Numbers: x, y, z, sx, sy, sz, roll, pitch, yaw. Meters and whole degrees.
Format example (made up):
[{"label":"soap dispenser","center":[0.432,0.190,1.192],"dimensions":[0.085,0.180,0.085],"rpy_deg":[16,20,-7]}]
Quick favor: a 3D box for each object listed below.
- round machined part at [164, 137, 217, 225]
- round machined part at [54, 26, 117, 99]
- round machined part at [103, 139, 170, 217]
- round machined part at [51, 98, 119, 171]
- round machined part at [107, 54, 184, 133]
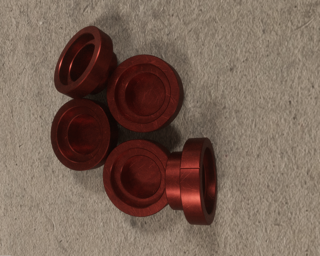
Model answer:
[{"label":"round machined part","center":[0.036,0.060,0.357],"dimensions":[0.042,0.098,0.097],"rpy_deg":[-4,89,20]},{"label":"round machined part","center":[-0.096,-0.084,0.418],"dimensions":[0.098,0.042,0.098],"rpy_deg":[-19,59,35]},{"label":"round machined part","center":[-0.021,0.063,0.407],"dimensions":[0.098,0.042,0.097],"rpy_deg":[0,90,19]},{"label":"round machined part","center":[-0.099,0.009,0.431],"dimensions":[0.098,0.042,0.097],"rpy_deg":[-1,87,24]},{"label":"round machined part","center":[-0.016,-0.043,0.405],"dimensions":[0.098,0.042,0.097],"rpy_deg":[0,90,19]}]
